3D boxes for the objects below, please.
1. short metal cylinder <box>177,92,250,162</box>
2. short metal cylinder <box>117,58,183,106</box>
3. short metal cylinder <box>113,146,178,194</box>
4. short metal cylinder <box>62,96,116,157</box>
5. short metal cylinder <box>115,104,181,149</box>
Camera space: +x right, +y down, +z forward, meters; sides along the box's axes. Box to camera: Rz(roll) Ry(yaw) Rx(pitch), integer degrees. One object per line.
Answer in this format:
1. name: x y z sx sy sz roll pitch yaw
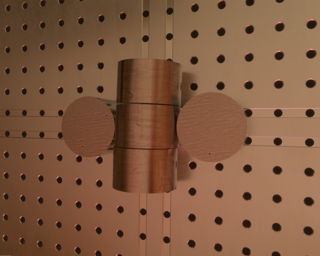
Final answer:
1. short metal cylinder: 0.066 -0.001 0.375 0.080 0.050 0.079 0 90 19
2. short metal cylinder: -0.013 -0.054 0.386 0.080 0.080 0.050 3 91 19
3. short metal cylinder: -0.018 0.048 0.388 0.080 0.080 0.050 1 91 19
4. short metal cylinder: -0.086 -0.002 0.428 0.080 0.050 0.079 0 90 19
5. short metal cylinder: -0.015 -0.002 0.387 0.080 0.080 0.050 2 91 19
